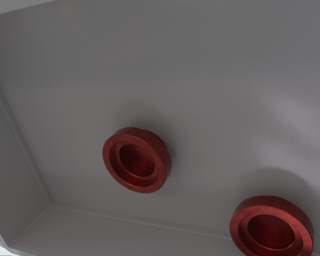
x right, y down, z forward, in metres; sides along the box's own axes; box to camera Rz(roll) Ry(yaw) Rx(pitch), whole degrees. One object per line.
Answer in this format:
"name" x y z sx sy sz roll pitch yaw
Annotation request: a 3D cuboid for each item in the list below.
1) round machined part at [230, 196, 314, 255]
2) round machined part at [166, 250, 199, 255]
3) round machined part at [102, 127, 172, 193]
"round machined part" 0.144 0.127 0.397 0.098 0.042 0.097 13 120 23
"round machined part" 0.047 0.251 0.531 0.098 0.042 0.097 13 124 21
"round machined part" -0.028 0.041 0.438 0.098 0.042 0.097 13 124 21
